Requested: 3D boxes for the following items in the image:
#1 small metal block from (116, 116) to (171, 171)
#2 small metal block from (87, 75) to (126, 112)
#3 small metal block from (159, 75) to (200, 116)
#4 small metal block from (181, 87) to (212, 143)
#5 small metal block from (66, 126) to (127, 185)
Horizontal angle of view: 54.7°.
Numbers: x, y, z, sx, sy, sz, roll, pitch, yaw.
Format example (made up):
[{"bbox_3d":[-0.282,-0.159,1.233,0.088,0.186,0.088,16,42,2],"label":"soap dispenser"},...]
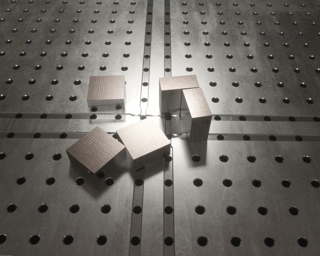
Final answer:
[{"bbox_3d":[-0.021,0.019,0.392,0.050,0.025,0.050,-23,54,-19],"label":"small metal block"},{"bbox_3d":[-0.076,-0.050,0.449,0.050,0.025,0.050,-2,50,-3],"label":"small metal block"},{"bbox_3d":[0.025,-0.045,0.429,0.050,0.050,0.025,-6,51,-5],"label":"small metal block"},{"bbox_3d":[0.046,-0.017,0.406,0.025,0.050,0.050,-8,51,-7],"label":"small metal block"},{"bbox_3d":[-0.077,0.032,0.380,0.050,0.025,0.050,33,57,24],"label":"small metal block"}]
